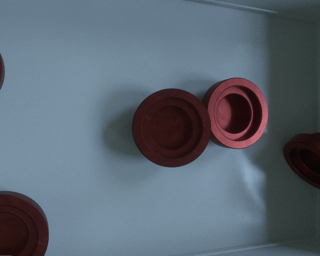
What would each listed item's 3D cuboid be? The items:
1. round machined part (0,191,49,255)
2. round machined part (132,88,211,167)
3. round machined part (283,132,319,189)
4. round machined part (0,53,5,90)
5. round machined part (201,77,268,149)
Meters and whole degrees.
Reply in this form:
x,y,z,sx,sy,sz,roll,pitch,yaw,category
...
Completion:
x,y,z,sx,sy,sz,roll,pitch,yaw,category
-0.174,0.117,0.338,0.099,0.042,0.097,0,90,-21,round machined part
0.013,0.000,0.401,0.099,0.042,0.097,0,90,-9,round machined part
0.240,0.046,0.463,0.042,0.098,0.098,-40,103,-16,round machined part
-0.216,-0.061,0.322,0.099,0.042,0.097,0,90,-21,round machined part
0.100,-0.020,0.440,0.099,0.042,0.097,0,90,-21,round machined part
